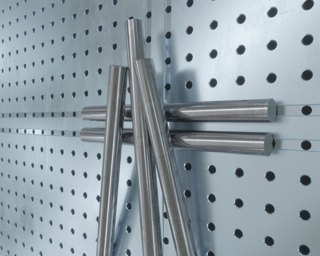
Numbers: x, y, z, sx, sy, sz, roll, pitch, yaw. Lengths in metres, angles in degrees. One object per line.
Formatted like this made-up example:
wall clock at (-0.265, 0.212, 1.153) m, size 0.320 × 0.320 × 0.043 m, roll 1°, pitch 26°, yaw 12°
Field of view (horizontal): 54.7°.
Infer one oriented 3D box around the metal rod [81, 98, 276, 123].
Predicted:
metal rod at (-0.002, -0.020, 0.410) m, size 0.300 × 0.025 × 0.025 m, roll 1°, pitch 91°, yaw 39°

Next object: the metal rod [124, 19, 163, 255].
metal rod at (-0.021, 0.011, 0.393) m, size 0.025 × 0.025 × 0.298 m, roll -8°, pitch 85°, yaw 39°

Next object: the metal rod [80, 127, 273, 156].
metal rod at (-0.005, 0.014, 0.412) m, size 0.300 × 0.025 × 0.025 m, roll 1°, pitch 91°, yaw 39°

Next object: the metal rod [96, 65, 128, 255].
metal rod at (-0.070, 0.062, 0.441) m, size 0.025 × 0.025 × 0.298 m, roll 18°, pitch 108°, yaw 38°

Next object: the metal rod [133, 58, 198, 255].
metal rod at (0.012, 0.065, 0.373) m, size 0.025 × 0.025 × 0.298 m, roll -14°, pitch 89°, yaw 39°
